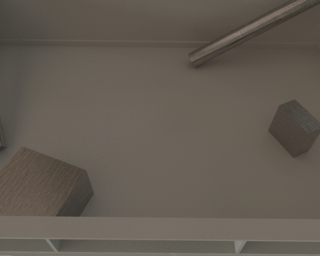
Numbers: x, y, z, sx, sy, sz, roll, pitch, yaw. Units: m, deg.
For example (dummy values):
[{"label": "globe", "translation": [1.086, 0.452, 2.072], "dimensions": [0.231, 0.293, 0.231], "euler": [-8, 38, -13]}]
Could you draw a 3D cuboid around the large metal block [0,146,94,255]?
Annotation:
[{"label": "large metal block", "translation": [-0.129, 0.076, 0.324], "dimensions": [0.080, 0.050, 0.080], "euler": [18, 52, 14]}]

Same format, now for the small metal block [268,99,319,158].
[{"label": "small metal block", "translation": [0.169, 0.001, 0.390], "dimensions": [0.025, 0.050, 0.050], "euler": [-21, 53, -17]}]

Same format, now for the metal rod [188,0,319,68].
[{"label": "metal rod", "translation": [0.183, -0.171, 0.462], "dimensions": [0.300, 0.025, 0.025], "euler": [-25, 49, 15]}]

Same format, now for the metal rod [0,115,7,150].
[{"label": "metal rod", "translation": [-0.247, -0.114, 0.413], "dimensions": [0.025, 0.025, 0.299], "euler": [-14, 78, -12]}]
